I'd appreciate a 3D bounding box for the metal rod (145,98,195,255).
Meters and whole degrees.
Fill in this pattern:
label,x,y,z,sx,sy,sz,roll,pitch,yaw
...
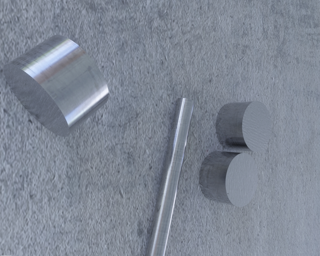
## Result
label,x,y,z,sx,sy,sz,roll,pitch,yaw
metal rod,0.006,0.106,0.409,0.025,0.025,0.299,20,78,-38

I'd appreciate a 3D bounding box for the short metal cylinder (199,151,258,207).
label,x,y,z,sx,sy,sz,roll,pitch,yaw
short metal cylinder,0.106,0.077,0.478,0.081,0.050,0.080,0,90,-40

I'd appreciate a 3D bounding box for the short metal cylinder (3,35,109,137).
label,x,y,z,sx,sy,sz,roll,pitch,yaw
short metal cylinder,-0.095,-0.038,0.289,0.050,0.080,0.080,-47,118,-30

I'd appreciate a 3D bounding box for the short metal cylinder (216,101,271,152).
label,x,y,z,sx,sy,sz,roll,pitch,yaw
short metal cylinder,0.136,-0.003,0.502,0.081,0.050,0.080,0,90,-40
